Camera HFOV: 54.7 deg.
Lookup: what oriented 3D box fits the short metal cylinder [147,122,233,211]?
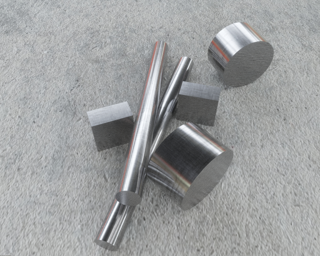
[{"bbox_3d":[0.033,0.041,0.333,0.080,0.080,0.050,-36,59,-26],"label":"short metal cylinder"}]

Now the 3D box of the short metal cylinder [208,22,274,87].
[{"bbox_3d":[0.118,-0.107,0.458,0.081,0.080,0.050,-16,52,-13],"label":"short metal cylinder"}]

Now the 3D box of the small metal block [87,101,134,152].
[{"bbox_3d":[-0.060,-0.001,0.388,0.050,0.050,0.025,-16,52,-13],"label":"small metal block"}]

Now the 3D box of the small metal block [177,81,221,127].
[{"bbox_3d":[0.051,-0.032,0.414,0.050,0.050,0.025,11,51,9],"label":"small metal block"}]

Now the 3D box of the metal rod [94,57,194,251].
[{"bbox_3d":[-0.006,0.007,0.397,0.025,0.025,0.300,14,51,11],"label":"metal rod"}]

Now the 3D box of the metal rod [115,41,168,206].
[{"bbox_3d":[-0.014,-0.033,0.406,0.025,0.025,0.300,5,43,4],"label":"metal rod"}]
